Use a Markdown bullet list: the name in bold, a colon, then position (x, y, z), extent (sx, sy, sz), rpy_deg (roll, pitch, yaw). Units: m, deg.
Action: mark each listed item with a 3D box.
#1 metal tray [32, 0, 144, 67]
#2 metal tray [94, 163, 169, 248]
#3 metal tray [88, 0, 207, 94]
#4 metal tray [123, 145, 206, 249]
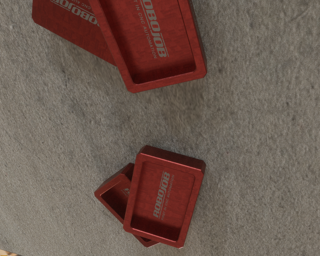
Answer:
- **metal tray**: position (-0.084, -0.141, 0.359), extent (0.130, 0.030, 0.089), rpy_deg (29, 128, 9)
- **metal tray**: position (-0.033, 0.127, 0.497), extent (0.130, 0.030, 0.090), rpy_deg (47, 129, -6)
- **metal tray**: position (-0.010, -0.104, 0.313), extent (0.090, 0.030, 0.129), rpy_deg (-11, 125, 15)
- **metal tray**: position (0.004, 0.097, 0.431), extent (0.090, 0.030, 0.129), rpy_deg (15, 112, 8)
